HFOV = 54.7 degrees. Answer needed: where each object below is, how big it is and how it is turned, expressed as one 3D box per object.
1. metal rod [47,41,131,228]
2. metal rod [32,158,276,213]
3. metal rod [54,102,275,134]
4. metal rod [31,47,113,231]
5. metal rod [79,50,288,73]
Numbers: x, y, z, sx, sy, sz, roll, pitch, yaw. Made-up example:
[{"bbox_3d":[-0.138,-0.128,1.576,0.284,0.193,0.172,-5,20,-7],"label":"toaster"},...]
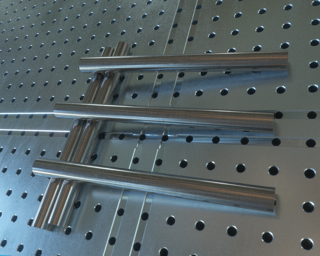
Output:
[{"bbox_3d":[-0.097,-0.006,0.460,0.025,0.025,0.300,1,62,28],"label":"metal rod"},{"bbox_3d":[-0.025,0.062,0.363,0.301,0.025,0.025,4,64,22],"label":"metal rod"},{"bbox_3d":[-0.011,-0.016,0.403,0.301,0.025,0.025,4,64,23],"label":"metal rod"},{"bbox_3d":[-0.121,0.001,0.468,0.025,0.025,0.300,1,62,28],"label":"metal rod"},{"bbox_3d":[0.017,-0.091,0.435,0.301,0.025,0.025,4,63,22],"label":"metal rod"}]
